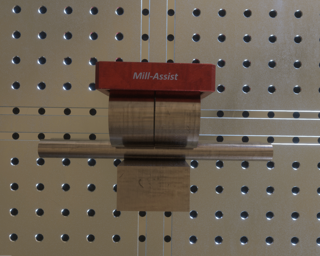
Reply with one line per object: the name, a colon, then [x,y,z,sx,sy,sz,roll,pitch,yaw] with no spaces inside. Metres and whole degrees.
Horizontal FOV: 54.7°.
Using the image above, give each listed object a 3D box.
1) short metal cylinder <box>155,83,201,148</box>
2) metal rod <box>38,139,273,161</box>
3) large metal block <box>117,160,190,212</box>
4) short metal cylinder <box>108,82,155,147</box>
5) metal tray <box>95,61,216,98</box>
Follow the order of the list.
short metal cylinder: [0.020,-0.016,0.383,0.050,0.080,0.079,2,90,0]
metal rod: [-0.005,0.029,0.409,0.302,0.025,0.025,1,90,0]
large metal block: [-0.007,0.067,0.382,0.081,0.080,0.050,1,90,0]
short metal cylinder: [-0.032,-0.016,0.383,0.050,0.080,0.079,1,90,0]
metal tray: [-0.005,-0.056,0.377,0.131,0.090,0.030,1,90,0]
